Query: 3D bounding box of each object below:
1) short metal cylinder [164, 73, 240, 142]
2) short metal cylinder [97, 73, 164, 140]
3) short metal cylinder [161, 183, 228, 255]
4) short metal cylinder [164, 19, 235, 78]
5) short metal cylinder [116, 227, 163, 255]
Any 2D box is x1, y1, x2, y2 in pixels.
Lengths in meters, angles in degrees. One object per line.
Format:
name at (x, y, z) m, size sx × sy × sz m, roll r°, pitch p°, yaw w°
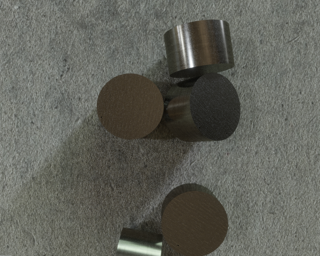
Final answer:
short metal cylinder at (0.052, -0.023, 0.380) m, size 0.081 × 0.050 × 0.080 m, roll 3°, pitch 84°, yaw -34°
short metal cylinder at (-0.036, -0.026, 0.397) m, size 0.081 × 0.050 × 0.080 m, roll 0°, pitch 90°, yaw 0°
short metal cylinder at (0.042, 0.115, 0.398) m, size 0.081 × 0.050 × 0.080 m, roll 0°, pitch 90°, yaw 0°
short metal cylinder at (0.048, -0.095, 0.383) m, size 0.080 × 0.080 × 0.050 m, roll -8°, pitch 90°, yaw 0°
short metal cylinder at (-0.029, 0.168, 0.382) m, size 0.050 × 0.080 × 0.080 m, roll 11°, pitch 90°, yaw 0°
